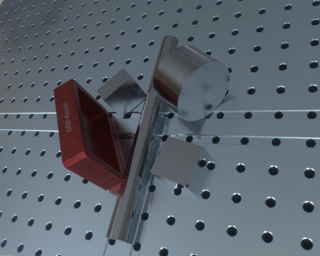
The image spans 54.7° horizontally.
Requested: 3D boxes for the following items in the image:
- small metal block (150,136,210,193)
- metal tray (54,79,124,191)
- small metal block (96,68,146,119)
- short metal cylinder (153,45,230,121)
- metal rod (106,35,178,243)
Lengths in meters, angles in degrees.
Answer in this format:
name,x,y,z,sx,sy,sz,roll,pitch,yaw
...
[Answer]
name,x,y,z,sx,sy,sz,roll,pitch,yaw
small metal block,0.024,0.043,0.369,0.050,0.025,0.050,16,70,34
metal tray,-0.093,0.008,0.408,0.030,0.090,0.130,-29,52,10
small metal block,-0.054,-0.049,0.448,0.050,0.050,0.025,-41,51,0
short metal cylinder,0.039,-0.055,0.385,0.080,0.080,0.050,-44,51,-3
metal rod,-0.017,-0.003,0.417,0.025,0.025,0.300,0,61,28
